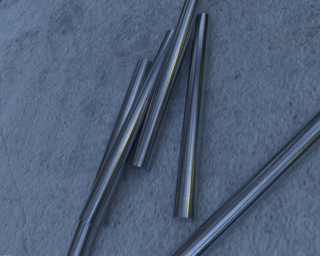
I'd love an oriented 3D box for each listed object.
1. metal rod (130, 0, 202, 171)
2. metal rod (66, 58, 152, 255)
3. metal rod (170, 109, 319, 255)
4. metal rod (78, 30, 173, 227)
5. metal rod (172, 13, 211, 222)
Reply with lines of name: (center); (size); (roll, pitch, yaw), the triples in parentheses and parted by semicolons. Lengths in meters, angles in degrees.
metal rod: (0.017, -0.087, 0.428); (0.025, 0.025, 0.299); (7, 71, 31)
metal rod: (-0.061, 0.033, 0.414); (0.025, 0.025, 0.300); (3, 63, 29)
metal rod: (0.070, 0.088, 0.312); (0.300, 0.025, 0.025); (-44, 51, -3)
metal rod: (-0.030, -0.017, 0.415); (0.025, 0.025, 0.300); (6, 60, 30)
metal rod: (0.045, -0.033, 0.399); (0.025, 0.025, 0.299); (-5, 59, 25)
